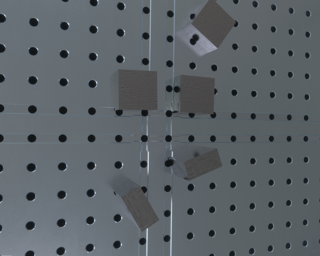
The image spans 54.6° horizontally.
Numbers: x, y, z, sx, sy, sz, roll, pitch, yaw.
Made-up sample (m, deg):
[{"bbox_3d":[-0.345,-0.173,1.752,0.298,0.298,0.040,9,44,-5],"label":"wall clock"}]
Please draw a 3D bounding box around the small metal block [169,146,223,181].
[{"bbox_3d":[0.047,0.046,0.416,0.050,0.050,0.025,-20,97,-19],"label":"small metal block"}]

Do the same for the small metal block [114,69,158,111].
[{"bbox_3d":[-0.031,-0.048,0.401,0.050,0.025,0.050,-1,90,-20],"label":"small metal block"}]

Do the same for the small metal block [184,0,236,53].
[{"bbox_3d":[0.071,-0.145,0.438,0.050,0.025,0.050,38,78,-16],"label":"small metal block"}]

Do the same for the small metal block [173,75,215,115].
[{"bbox_3d":[0.047,-0.045,0.429,0.050,0.025,0.050,2,89,-20],"label":"small metal block"}]

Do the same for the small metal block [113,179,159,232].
[{"bbox_3d":[-0.031,0.095,0.388,0.025,0.050,0.050,-31,100,-17],"label":"small metal block"}]
